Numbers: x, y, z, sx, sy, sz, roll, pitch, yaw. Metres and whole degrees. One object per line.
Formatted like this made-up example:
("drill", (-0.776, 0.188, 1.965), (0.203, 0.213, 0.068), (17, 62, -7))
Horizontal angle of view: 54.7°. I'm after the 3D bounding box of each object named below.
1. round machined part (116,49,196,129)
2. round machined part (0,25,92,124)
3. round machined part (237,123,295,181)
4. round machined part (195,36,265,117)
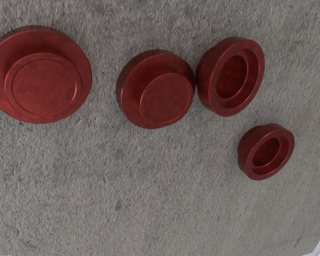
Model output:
("round machined part", (0.001, -0.040, 0.371), (0.099, 0.042, 0.097), (-14, 124, -21))
("round machined part", (-0.115, -0.047, 0.304), (0.099, 0.042, 0.097), (-14, 124, -21))
("round machined part", (0.168, 0.035, 0.509), (0.099, 0.042, 0.097), (-14, 124, -21))
("round machined part", (0.083, -0.067, 0.392), (0.099, 0.042, 0.097), (-20, 125, -30))
